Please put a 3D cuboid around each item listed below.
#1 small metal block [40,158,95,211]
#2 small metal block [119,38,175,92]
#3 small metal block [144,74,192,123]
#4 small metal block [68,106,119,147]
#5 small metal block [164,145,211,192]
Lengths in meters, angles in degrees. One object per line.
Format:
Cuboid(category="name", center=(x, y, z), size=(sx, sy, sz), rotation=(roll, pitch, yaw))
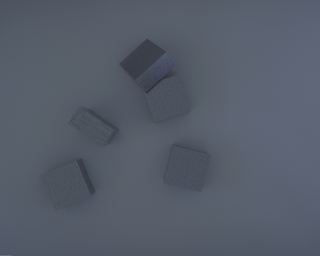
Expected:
Cuboid(category="small metal block", center=(-0.121, 0.074, 0.410), size=(0.050, 0.025, 0.050), rotation=(-22, 90, 0))
Cuboid(category="small metal block", center=(-0.017, -0.081, 0.397), size=(0.050, 0.025, 0.050), rotation=(-42, 46, 0))
Cuboid(category="small metal block", center=(0.009, -0.038, 0.411), size=(0.050, 0.025, 0.050), rotation=(-18, 90, 0))
Cuboid(category="small metal block", center=(-0.083, -0.002, 0.398), size=(0.050, 0.050, 0.025), rotation=(35, 90, 0))
Cuboid(category="small metal block", center=(0.035, 0.053, 0.412), size=(0.050, 0.025, 0.050), rotation=(14, 90, 0))
